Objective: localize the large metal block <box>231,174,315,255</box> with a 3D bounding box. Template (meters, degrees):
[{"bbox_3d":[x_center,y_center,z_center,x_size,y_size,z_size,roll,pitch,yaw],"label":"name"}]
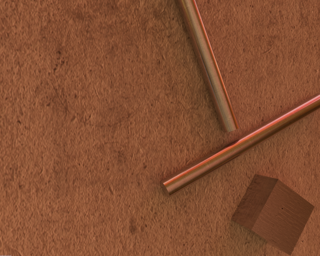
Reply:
[{"bbox_3d":[0.167,0.126,0.460,0.080,0.050,0.080,36,78,-17],"label":"large metal block"}]

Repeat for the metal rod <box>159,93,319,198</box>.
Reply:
[{"bbox_3d":[0.134,0.018,0.460,0.302,0.025,0.025,-26,99,-18],"label":"metal rod"}]

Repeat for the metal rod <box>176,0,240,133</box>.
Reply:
[{"bbox_3d":[0.050,-0.136,0.428,0.025,0.025,0.298,-24,98,-19],"label":"metal rod"}]
